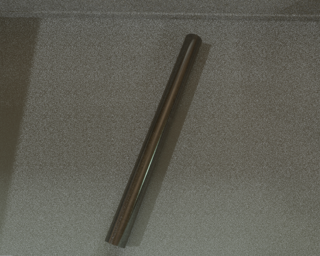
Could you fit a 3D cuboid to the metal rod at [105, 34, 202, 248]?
[{"bbox_3d":[-0.001,0.002,0.406,0.025,0.025,0.300,19,71,7],"label":"metal rod"}]
